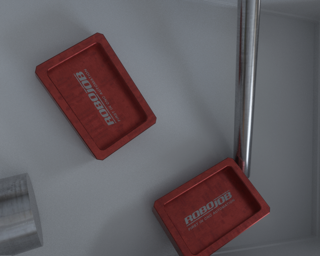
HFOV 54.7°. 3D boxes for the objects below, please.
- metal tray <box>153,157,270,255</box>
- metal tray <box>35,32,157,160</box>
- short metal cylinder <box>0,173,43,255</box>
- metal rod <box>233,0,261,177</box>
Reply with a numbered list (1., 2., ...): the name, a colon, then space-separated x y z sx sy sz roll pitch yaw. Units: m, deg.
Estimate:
1. metal tray: 0.067 0.108 0.412 0.131 0.030 0.090 -27 69 -18
2. metal tray: -0.076 -0.037 0.380 0.090 0.030 0.130 -36 102 -17
3. short metal cylinder: -0.157 0.092 0.324 0.050 0.080 0.079 -13 95 -20
4. metal rod: 0.107 -0.060 0.387 0.025 0.025 0.298 -17 121 -19
